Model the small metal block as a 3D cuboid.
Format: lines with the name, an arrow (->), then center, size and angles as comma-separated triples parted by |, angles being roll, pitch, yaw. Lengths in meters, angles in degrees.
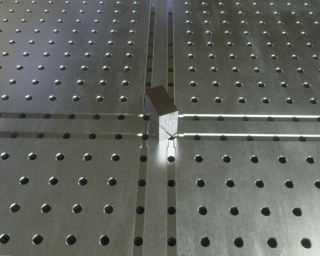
small metal block -> 0.001, -0.019, 0.408 | 0.025, 0.050, 0.050 | -18, 53, -14
